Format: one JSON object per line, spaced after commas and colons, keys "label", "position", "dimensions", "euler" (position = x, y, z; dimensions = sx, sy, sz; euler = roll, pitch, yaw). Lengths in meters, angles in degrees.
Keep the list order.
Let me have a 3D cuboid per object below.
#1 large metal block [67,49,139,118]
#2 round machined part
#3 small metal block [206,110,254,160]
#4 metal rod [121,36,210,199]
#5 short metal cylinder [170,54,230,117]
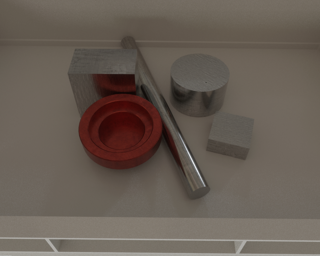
{"label": "large metal block", "position": [-0.071, -0.059, 0.418], "dimensions": [0.081, 0.080, 0.050], "euler": [0, 50, 0]}
{"label": "round machined part", "position": [-0.046, 0.008, 0.383], "dimensions": [0.099, 0.042, 0.098], "euler": [1, 55, -1]}
{"label": "small metal block", "position": [0.091, 0.009, 0.399], "dimensions": [0.050, 0.025, 0.050], "euler": [14, 51, 10]}
{"label": "metal rod", "position": [-0.005, -0.036, 0.435], "dimensions": [0.025, 0.025, 0.299], "euler": [-15, 52, -13]}
{"label": "short metal cylinder", "position": [0.054, -0.061, 0.441], "dimensions": [0.081, 0.050, 0.080], "euler": [0, 50, 0]}
